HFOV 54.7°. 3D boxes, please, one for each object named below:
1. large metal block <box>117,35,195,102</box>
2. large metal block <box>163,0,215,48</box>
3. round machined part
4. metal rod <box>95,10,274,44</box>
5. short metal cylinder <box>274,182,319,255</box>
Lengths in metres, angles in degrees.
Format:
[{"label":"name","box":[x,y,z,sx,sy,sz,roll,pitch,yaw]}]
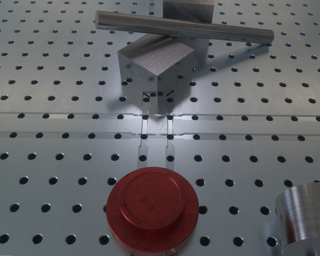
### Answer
[{"label":"large metal block","box":[-0.005,-0.098,0.474,0.080,0.050,0.080,36,58,26]},{"label":"large metal block","box":[0.048,-0.188,0.530,0.080,0.080,0.050,6,50,5]},{"label":"round machined part","box":[-0.008,0.082,0.328,0.099,0.042,0.098,0,50,0]},{"label":"metal rod","box":[0.052,-0.155,0.488,0.303,0.025,0.025,-2,48,-22]},{"label":"short metal cylinder","box":[0.155,0.093,0.294,0.080,0.080,0.050,5,50,4]}]
